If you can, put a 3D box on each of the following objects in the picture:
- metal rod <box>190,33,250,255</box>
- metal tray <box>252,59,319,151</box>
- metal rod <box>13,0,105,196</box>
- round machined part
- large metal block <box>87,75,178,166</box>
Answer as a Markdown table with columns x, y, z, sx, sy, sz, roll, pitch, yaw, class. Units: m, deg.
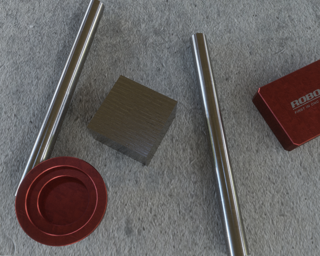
| x | y | z | sx | sy | sz | roll | pitch | yaw | class |
| --- | --- | --- | --- | --- | --- | --- | --- | --- | --- |
| 0.073 | 0.007 | 0.406 | 0.025 | 0.025 | 0.299 | -6 | 70 | -3 | metal rod |
| 0.206 | -0.036 | 0.421 | 0.131 | 0.030 | 0.090 | -25 | 72 | -9 | metal tray |
| -0.131 | -0.052 | 0.425 | 0.025 | 0.025 | 0.299 | 12 | 70 | 4 | metal rod |
| -0.111 | 0.085 | 0.362 | 0.099 | 0.042 | 0.098 | 2 | 72 | -7 | round machined part |
| -0.033 | -0.009 | 0.398 | 0.080 | 0.050 | 0.080 | 26 | 72 | 9 | large metal block |
